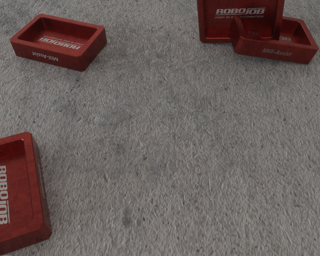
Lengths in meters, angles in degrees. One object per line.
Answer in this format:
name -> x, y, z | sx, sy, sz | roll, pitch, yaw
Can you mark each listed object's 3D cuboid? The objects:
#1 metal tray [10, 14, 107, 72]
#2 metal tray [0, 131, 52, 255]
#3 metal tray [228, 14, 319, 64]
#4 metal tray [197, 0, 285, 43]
metal tray -> -0.168, -0.146, 0.521 | 0.130, 0.030, 0.090 | 15, 52, 12
metal tray -> -0.176, 0.070, 0.339 | 0.091, 0.030, 0.130 | -16, 52, -13
metal tray -> 0.184, -0.153, 0.515 | 0.131, 0.030, 0.090 | 6, 50, -8
metal tray -> 0.129, -0.185, 0.504 | 0.130, 0.090, 0.030 | 4, 49, 15
